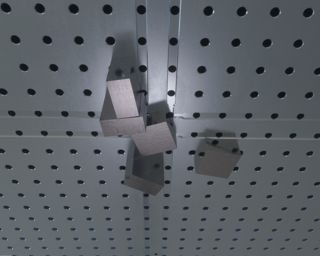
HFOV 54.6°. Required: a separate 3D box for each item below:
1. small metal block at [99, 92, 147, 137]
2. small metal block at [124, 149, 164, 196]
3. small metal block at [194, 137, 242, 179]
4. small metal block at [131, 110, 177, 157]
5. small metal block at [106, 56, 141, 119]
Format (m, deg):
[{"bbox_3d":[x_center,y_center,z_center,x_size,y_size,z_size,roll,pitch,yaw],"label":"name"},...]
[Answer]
[{"bbox_3d":[-0.043,-0.017,0.380,0.050,0.050,0.025,-5,130,4],"label":"small metal block"},{"bbox_3d":[-0.022,0.064,0.449,0.050,0.050,0.025,24,126,-19],"label":"small metal block"},{"bbox_3d":[0.082,0.044,0.450,0.050,0.025,0.050,11,129,-9],"label":"small metal block"},{"bbox_3d":[-0.009,0.008,0.418,0.050,0.025,0.050,-14,129,11],"label":"small metal block"},{"bbox_3d":[-0.040,-0.047,0.355,0.025,0.050,0.050,-7,130,6],"label":"small metal block"}]
